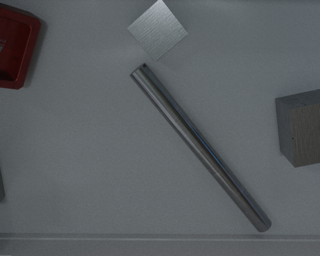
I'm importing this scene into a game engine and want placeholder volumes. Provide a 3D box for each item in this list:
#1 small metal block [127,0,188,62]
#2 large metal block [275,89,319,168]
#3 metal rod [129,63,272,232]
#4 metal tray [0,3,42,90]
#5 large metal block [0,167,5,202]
[{"bbox_3d":[-0.003,-0.116,0.368,0.050,0.025,0.050,-38,106,12],"label":"small metal block"},{"bbox_3d":[0.201,-0.003,0.400,0.080,0.050,0.079,-12,110,4],"label":"large metal block"},{"bbox_3d":[0.064,0.037,0.425,0.025,0.025,0.300,-37,107,12],"label":"metal rod"},{"bbox_3d":[-0.205,-0.094,0.328,0.131,0.030,0.089,3,118,-48],"label":"metal tray"},{"bbox_3d":[-0.253,0.077,0.407,0.050,0.080,0.079,1,110,-1],"label":"large metal block"}]
